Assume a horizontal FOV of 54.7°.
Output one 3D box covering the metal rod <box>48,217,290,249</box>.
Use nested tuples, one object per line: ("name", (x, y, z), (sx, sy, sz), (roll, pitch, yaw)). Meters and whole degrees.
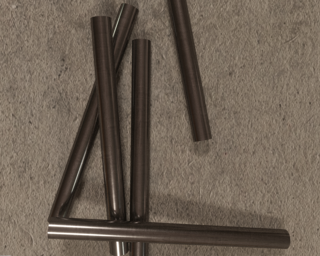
("metal rod", (0.018, 0.133, 0.390), (0.302, 0.025, 0.025), (6, 90, -9))

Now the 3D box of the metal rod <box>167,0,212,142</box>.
("metal rod", (0.029, -0.131, 0.410), (0.025, 0.025, 0.298), (-11, 90, 0))

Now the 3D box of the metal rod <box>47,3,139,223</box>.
("metal rod", (-0.088, -0.017, 0.408), (0.025, 0.025, 0.298), (19, 90, -1))

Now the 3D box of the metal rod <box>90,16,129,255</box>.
("metal rod", (-0.063, 0.015, 0.392), (0.025, 0.025, 0.298), (-4, 97, -1))

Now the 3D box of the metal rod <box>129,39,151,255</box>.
("metal rod", (-0.026, 0.034, 0.409), (0.025, 0.025, 0.298), (1, 90, -1))
